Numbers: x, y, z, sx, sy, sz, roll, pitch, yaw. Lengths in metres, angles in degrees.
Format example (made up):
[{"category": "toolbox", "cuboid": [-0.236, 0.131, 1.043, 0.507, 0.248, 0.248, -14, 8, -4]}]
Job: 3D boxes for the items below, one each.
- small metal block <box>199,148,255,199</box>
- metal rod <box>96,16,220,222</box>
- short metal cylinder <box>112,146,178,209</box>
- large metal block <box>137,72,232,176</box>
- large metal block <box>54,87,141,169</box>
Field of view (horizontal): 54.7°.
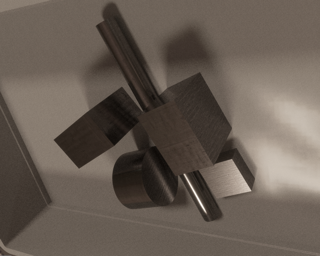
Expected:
[{"category": "small metal block", "cuboid": [0.086, 0.059, 0.399, 0.050, 0.025, 0.050, -23, 106, 36]}, {"category": "metal rod", "cuboid": [0.005, 0.001, 0.404, 0.025, 0.025, 0.299, -18, 110, 34]}, {"category": "short metal cylinder", "cuboid": [-0.018, 0.068, 0.424, 0.050, 0.080, 0.080, -16, 110, 34]}, {"category": "large metal block", "cuboid": [0.032, -0.006, 0.352, 0.050, 0.080, 0.080, -22, 107, 36]}, {"category": "large metal block", "cuboid": [-0.079, -0.001, 0.412, 0.080, 0.080, 0.050, -32, 101, 38]}]
